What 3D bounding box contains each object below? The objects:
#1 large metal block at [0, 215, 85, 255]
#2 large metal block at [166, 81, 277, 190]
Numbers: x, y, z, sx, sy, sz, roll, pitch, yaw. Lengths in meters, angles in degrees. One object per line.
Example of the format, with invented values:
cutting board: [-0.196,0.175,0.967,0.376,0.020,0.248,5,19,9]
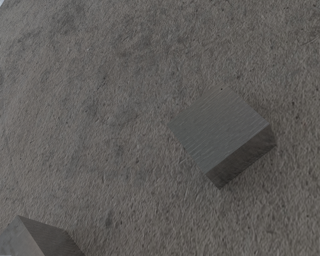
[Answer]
large metal block: [-0.129,0.150,0.344,0.080,0.080,0.050,32,80,38]
large metal block: [0.068,0.007,0.348,0.080,0.050,0.080,-38,51,2]
